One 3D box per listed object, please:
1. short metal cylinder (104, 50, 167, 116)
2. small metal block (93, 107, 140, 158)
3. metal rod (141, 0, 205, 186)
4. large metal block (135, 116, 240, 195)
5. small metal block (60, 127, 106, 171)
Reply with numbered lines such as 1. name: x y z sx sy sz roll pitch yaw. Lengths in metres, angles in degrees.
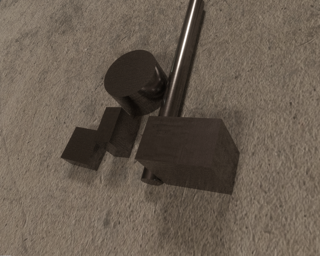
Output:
1. short metal cylinder: -0.032 -0.064 0.442 0.080 0.050 0.080 -13 56 20
2. small metal block: -0.056 0.006 0.412 0.025 0.050 0.050 2 63 29
3. metal rod: 0.024 -0.067 0.431 0.025 0.025 0.300 1 62 28
4. large metal block: 0.033 0.030 0.332 0.080 0.080 0.050 3 64 29
5. small metal block: -0.104 0.029 0.439 0.050 0.025 0.050 9 66 31
